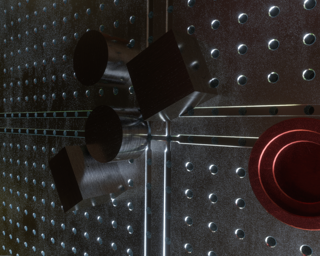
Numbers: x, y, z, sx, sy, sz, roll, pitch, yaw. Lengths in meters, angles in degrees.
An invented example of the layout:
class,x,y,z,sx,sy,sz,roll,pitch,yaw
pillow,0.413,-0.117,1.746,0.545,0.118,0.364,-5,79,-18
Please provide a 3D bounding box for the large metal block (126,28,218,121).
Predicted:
class,x,y,z,sx,sy,sz,roll,pitch,yaw
large metal block,0.013,-0.061,0.383,0.080,0.050,0.080,-29,72,36

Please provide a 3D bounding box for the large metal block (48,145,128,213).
class,x,y,z,sx,sy,sz,roll,pitch,yaw
large metal block,-0.107,0.072,0.462,0.050,0.081,0.080,-38,67,33

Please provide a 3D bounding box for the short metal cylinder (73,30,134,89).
class,x,y,z,sx,sy,sz,roll,pitch,yaw
short metal cylinder,-0.084,-0.100,0.463,0.080,0.050,0.080,0,90,40

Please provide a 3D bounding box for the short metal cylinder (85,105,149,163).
class,x,y,z,sx,sy,sz,roll,pitch,yaw
short metal cylinder,-0.063,0.008,0.445,0.080,0.050,0.080,0,90,40

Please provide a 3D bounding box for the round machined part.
class,x,y,z,sx,sy,sz,roll,pitch,yaw
round machined part,0.137,0.039,0.285,0.098,0.042,0.097,0,90,40
